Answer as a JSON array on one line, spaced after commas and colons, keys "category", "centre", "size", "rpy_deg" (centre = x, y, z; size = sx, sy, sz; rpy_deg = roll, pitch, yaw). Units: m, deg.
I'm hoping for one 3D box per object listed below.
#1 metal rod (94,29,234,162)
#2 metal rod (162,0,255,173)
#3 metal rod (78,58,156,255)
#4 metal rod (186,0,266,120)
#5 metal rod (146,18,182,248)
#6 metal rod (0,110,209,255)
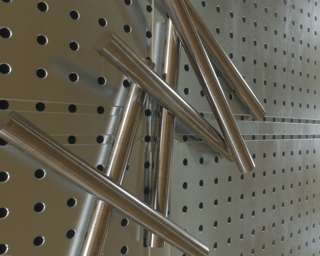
[{"category": "metal rod", "centre": [0.032, -0.020, 0.402], "size": [0.301, 0.025, 0.025], "rpy_deg": [37, 67, -45]}, {"category": "metal rod", "centre": [0.067, -0.064, 0.426], "size": [0.025, 0.025, 0.299], "rpy_deg": [-41, 113, -32]}, {"category": "metal rod", "centre": [-0.055, 0.059, 0.361], "size": [0.025, 0.025, 0.299], "rpy_deg": [24, 75, -37]}, {"category": "metal rod", "centre": [0.087, -0.115, 0.479], "size": [0.300, 0.025, 0.025], "rpy_deg": [45, 63, -31]}, {"category": "metal rod", "centre": [0.007, 0.003, 0.413], "size": [0.025, 0.025, 0.299], "rpy_deg": [8, 85, -40]}, {"category": "metal rod", "centre": [-0.038, 0.082, 0.342], "size": [0.300, 0.025, 0.025], "rpy_deg": [43, 64, -32]}]
